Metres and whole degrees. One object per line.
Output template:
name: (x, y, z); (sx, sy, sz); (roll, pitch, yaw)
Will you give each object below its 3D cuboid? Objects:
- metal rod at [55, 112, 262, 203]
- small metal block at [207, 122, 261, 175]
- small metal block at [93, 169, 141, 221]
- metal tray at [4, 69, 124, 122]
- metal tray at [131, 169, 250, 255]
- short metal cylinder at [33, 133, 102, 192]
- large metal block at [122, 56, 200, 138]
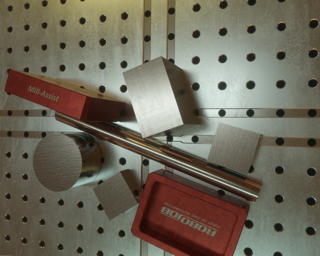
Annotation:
metal rod: (-0.015, 0.028, 0.418); (0.301, 0.025, 0.025); (21, 97, 18)
small metal block: (0.091, 0.024, 0.380); (0.050, 0.025, 0.050); (18, 96, 19)
small metal block: (-0.057, 0.093, 0.433); (0.050, 0.025, 0.050); (-34, 79, 16)
metal tray: (-0.128, -0.043, 0.422); (0.130, 0.090, 0.030); (20, 97, 19)
metal tray: (0.036, 0.117, 0.396); (0.130, 0.030, 0.089); (19, 97, 18)
short metal cylinder: (-0.132, 0.047, 0.445); (0.080, 0.050, 0.080); (0, 90, 20)
large metal block: (0.005, -0.034, 0.383); (0.050, 0.080, 0.080); (-20, 84, 19)
